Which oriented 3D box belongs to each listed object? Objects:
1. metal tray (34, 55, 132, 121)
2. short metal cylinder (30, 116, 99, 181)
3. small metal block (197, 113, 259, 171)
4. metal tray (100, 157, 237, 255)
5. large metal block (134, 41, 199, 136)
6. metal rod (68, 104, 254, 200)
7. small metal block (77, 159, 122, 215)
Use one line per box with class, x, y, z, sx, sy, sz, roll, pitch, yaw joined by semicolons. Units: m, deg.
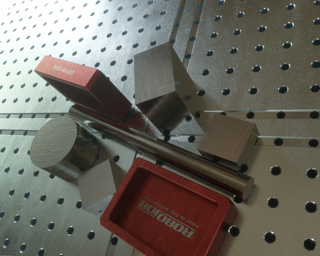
metal tray;-0.114;-0.060;0.462;0.130;0.090;0.030;20;73;35
short metal cylinder;-0.137;0.029;0.445;0.080;0.050;0.080;-13;56;21
small metal block;0.079;0.015;0.357;0.050;0.025;0.050;19;71;35
metal tray;0.006;0.096;0.342;0.130;0.030;0.090;20;72;35
large metal block;0.008;-0.048;0.400;0.050;0.080;0.080;-17;55;19
metal rod;-0.022;0.018;0.408;0.300;0.025;0.025;21;73;36
small metal block;-0.076;0.076;0.402;0.050;0.025;0.050;-28;52;10
